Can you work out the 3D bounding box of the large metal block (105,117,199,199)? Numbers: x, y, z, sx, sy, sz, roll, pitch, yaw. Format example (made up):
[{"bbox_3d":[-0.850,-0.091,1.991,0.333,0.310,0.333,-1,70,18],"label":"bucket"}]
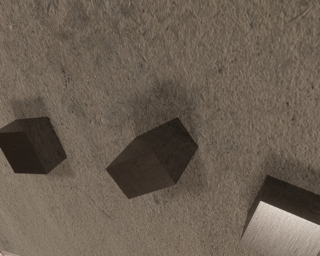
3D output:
[{"bbox_3d":[-0.008,0.038,0.398,0.080,0.080,0.050,-25,105,36],"label":"large metal block"}]

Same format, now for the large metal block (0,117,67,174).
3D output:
[{"bbox_3d":[-0.217,0.030,0.521,0.080,0.050,0.080,-3,117,29],"label":"large metal block"}]

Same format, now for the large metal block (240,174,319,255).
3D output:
[{"bbox_3d":[0.154,0.116,0.381,0.080,0.050,0.079,21,126,15],"label":"large metal block"}]
